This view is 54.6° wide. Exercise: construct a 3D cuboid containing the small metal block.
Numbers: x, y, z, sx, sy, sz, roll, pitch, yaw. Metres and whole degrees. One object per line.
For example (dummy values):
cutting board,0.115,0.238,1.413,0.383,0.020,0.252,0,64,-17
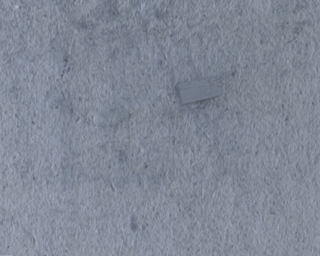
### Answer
small metal block,0.049,-0.047,0.398,0.050,0.050,0.025,-14,90,0
